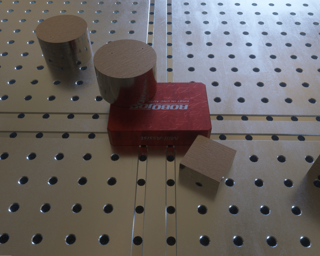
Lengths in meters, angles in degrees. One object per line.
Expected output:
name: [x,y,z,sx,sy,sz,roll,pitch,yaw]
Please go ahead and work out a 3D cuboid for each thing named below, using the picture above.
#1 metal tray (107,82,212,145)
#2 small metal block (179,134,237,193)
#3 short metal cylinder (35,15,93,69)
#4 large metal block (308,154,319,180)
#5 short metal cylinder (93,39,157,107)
metal tray: [-0.001,-0.021,0.422,0.131,0.030,0.090,0,50,-1]
small metal block: [0.057,0.042,0.373,0.050,0.025,0.050,24,54,19]
short metal cylinder: [-0.156,-0.143,0.510,0.081,0.050,0.080,0,50,0]
large metal block: [0.227,0.037,0.342,0.050,0.080,0.080,-37,60,-27]
short metal cylinder: [-0.044,-0.074,0.414,0.081,0.050,0.080,0,50,0]
